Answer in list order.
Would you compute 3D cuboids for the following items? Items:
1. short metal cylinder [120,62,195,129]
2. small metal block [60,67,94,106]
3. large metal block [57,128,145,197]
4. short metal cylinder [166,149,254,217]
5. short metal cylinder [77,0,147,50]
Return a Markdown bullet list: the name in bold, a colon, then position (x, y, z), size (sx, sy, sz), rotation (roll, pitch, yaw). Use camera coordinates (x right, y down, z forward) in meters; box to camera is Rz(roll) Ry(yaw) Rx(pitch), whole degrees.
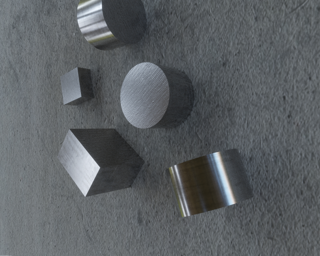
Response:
- **short metal cylinder**: position (-0.004, -0.039, 0.392), size (0.080, 0.050, 0.079), rotation (0, 90, 40)
- **small metal block**: position (-0.140, -0.069, 0.521), size (0.050, 0.025, 0.050), rotation (-16, 80, 39)
- **large metal block**: position (-0.083, 0.044, 0.438), size (0.080, 0.081, 0.050), rotation (44, 116, 31)
- **short metal cylinder**: position (0.051, 0.058, 0.327), size (0.080, 0.081, 0.050), rotation (-26, 74, 37)
- **short metal cylinder**: position (-0.064, -0.150, 0.422), size (0.050, 0.081, 0.080), rotation (-1, 90, 40)
